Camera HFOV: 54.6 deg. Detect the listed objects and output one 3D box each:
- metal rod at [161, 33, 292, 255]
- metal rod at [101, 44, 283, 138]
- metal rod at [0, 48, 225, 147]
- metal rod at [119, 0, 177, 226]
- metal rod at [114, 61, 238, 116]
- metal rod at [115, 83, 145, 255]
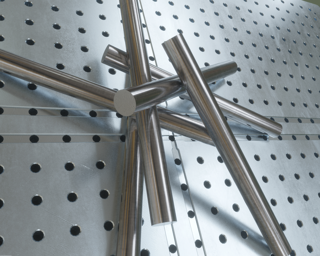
[{"bbox_3d":[0.084,0.030,0.366,0.025,0.025,0.299,-39,106,-39],"label":"metal rod"},{"bbox_3d":[0.061,-0.044,0.447,0.302,0.025,0.025,21,54,-24],"label":"metal rod"},{"bbox_3d":[-0.063,-0.036,0.370,0.301,0.025,0.025,19,54,-7],"label":"metal rod"},{"bbox_3d":[-0.020,-0.043,0.357,0.025,0.025,0.299,3,63,-27],"label":"metal rod"},{"bbox_3d":[0.044,-0.063,0.405,0.025,0.025,0.302,51,34,8],"label":"metal rod"},{"bbox_3d":[-0.031,0.031,0.372,0.025,0.025,0.300,14,56,-20],"label":"metal rod"}]
